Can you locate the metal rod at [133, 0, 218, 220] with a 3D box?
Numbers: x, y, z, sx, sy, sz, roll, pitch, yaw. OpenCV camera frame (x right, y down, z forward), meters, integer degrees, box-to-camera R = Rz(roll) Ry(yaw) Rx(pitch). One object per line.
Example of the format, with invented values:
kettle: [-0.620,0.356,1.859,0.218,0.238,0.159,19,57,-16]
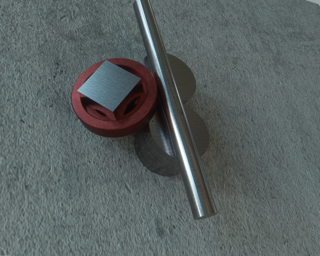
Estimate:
metal rod: [0.010,-0.042,0.373,0.025,0.025,0.299,-1,62,-29]

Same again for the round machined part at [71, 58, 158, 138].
round machined part: [-0.051,-0.032,0.370,0.099,0.042,0.098,-2,63,3]

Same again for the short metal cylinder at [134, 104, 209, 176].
short metal cylinder: [0.014,0.014,0.388,0.081,0.050,0.080,14,55,-20]

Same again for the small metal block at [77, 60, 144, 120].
small metal block: [-0.055,-0.042,0.349,0.050,0.025,0.050,30,69,18]

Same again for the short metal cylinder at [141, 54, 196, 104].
short metal cylinder: [0.002,-0.057,0.425,0.081,0.050,0.080,14,56,-21]
